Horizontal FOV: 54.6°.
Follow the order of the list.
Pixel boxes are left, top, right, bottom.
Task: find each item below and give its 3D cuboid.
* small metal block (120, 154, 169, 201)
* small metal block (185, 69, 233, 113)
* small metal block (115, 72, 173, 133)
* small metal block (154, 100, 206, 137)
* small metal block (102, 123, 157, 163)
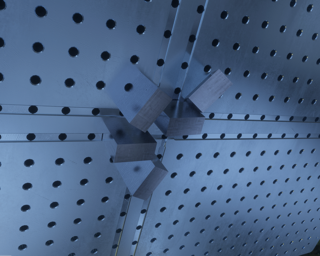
[{"bbox_3d":[-0.023,0.060,0.419,0.025,0.050,0.050,29,102,-38],"label":"small metal block"},{"bbox_3d":[0.060,-0.046,0.395,0.050,0.050,0.025,-44,94,2],"label":"small metal block"},{"bbox_3d":[-0.020,-0.031,0.364,0.025,0.050,0.050,34,100,-38],"label":"small metal block"},{"bbox_3d":[0.021,-0.014,0.398,0.050,0.050,0.025,-3,120,-27],"label":"small metal block"},{"bbox_3d":[-0.039,0.017,0.384,0.050,0.050,0.025,-1,119,-28],"label":"small metal block"}]
